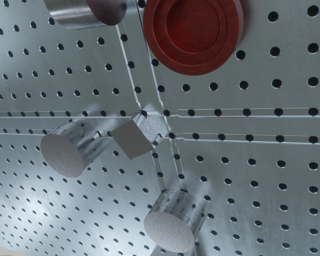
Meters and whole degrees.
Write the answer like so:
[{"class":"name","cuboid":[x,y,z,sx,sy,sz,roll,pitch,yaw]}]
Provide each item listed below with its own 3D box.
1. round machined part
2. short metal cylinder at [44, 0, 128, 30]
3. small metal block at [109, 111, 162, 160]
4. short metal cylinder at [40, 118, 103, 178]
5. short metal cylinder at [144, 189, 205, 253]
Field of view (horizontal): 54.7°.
[{"class":"round machined part","cuboid":[0.036,-0.107,0.315,0.098,0.042,0.097,13,124,21]},{"class":"short metal cylinder","cuboid":[-0.077,-0.147,0.325,0.050,0.080,0.080,3,120,27]},{"class":"small metal block","cuboid":[-0.034,0.012,0.436,0.050,0.025,0.050,-27,104,37]},{"class":"short metal cylinder","cuboid":[-0.138,0.031,0.487,0.080,0.050,0.079,13,124,21]},{"class":"short metal cylinder","cuboid":[0.023,0.141,0.470,0.080,0.050,0.079,13,124,21]}]
